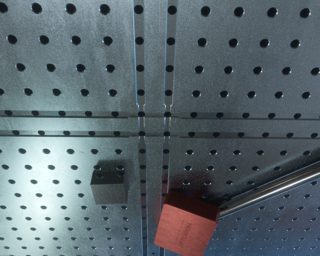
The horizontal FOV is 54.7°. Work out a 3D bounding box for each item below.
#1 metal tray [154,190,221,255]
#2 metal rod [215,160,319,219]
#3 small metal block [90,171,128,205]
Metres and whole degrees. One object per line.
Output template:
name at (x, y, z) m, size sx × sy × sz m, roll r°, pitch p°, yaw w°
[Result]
metal tray at (0.044, 0.172, 0.538) m, size 0.090 × 0.030 × 0.129 m, roll 18°, pitch 130°, yaw 9°
metal rod at (0.162, 0.109, 0.506) m, size 0.300 × 0.025 × 0.025 m, roll -30°, pitch 124°, yaw 23°
small metal block at (-0.079, 0.096, 0.492) m, size 0.050 × 0.025 × 0.050 m, roll -2°, pitch 130°, yaw 1°
